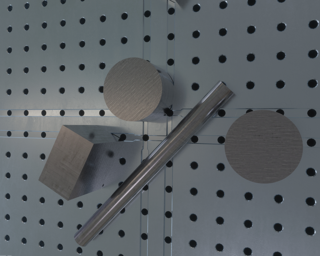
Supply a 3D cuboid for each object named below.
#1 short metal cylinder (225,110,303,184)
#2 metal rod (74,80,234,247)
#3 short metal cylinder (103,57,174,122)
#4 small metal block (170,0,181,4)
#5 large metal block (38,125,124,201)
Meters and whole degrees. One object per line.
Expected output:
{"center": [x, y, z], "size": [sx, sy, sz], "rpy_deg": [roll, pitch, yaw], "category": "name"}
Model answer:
{"center": [0.119, 0.020, 0.357], "size": [0.080, 0.050, 0.079], "rpy_deg": [0, 90, 20], "category": "short metal cylinder"}
{"center": [-0.016, 0.056, 0.418], "size": [0.025, 0.025, 0.299], "rpy_deg": [46, 104, 14], "category": "metal rod"}
{"center": [-0.027, -0.048, 0.409], "size": [0.080, 0.050, 0.079], "rpy_deg": [0, 90, 20], "category": "short metal cylinder"}
{"center": [0.013, -0.201, 0.408], "size": [0.050, 0.025, 0.050], "rpy_deg": [34, 101, 16], "category": "small metal block"}
{"center": [-0.103, 0.043, 0.420], "size": [0.050, 0.080, 0.080], "rpy_deg": [29, 99, 17], "category": "large metal block"}
